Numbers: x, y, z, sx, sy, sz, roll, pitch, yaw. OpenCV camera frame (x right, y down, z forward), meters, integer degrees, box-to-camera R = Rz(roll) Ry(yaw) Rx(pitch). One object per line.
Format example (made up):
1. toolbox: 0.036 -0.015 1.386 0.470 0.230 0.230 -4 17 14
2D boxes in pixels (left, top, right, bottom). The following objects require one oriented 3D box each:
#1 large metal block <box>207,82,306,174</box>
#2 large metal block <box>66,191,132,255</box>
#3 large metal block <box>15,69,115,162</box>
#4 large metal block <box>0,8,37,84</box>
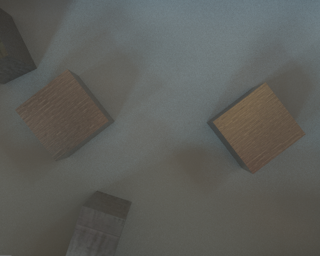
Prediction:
1. large metal block: 0.120 0.000 0.400 0.080 0.050 0.080 -37 90 0
2. large metal block: -0.075 0.131 0.383 0.050 0.080 0.080 18 90 0
3. large metal block: -0.118 -0.016 0.398 0.080 0.050 0.080 -38 90 0
4. large metal block: -0.208 -0.106 0.382 0.050 0.080 0.080 -26 90 0
